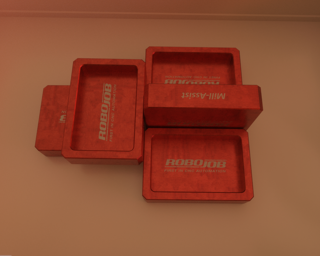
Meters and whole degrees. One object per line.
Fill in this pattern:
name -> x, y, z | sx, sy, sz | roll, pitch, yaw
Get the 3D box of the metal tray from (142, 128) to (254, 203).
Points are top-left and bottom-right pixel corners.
metal tray -> 0.045, 0.047, 0.388 | 0.131, 0.030, 0.090 | 1, 70, 0

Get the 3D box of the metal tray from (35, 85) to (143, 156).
metal tray -> -0.088, -0.009, 0.406 | 0.131, 0.030, 0.090 | 0, 70, -1

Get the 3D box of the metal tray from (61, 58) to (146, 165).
metal tray -> -0.064, -0.022, 0.380 | 0.091, 0.030, 0.130 | 1, 70, 0

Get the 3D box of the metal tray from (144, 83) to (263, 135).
metal tray -> 0.048, -0.020, 0.380 | 0.131, 0.090, 0.030 | 1, 70, 0

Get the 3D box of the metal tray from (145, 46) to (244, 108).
metal tray -> 0.045, -0.066, 0.430 | 0.131, 0.030, 0.090 | 1, 70, 0
